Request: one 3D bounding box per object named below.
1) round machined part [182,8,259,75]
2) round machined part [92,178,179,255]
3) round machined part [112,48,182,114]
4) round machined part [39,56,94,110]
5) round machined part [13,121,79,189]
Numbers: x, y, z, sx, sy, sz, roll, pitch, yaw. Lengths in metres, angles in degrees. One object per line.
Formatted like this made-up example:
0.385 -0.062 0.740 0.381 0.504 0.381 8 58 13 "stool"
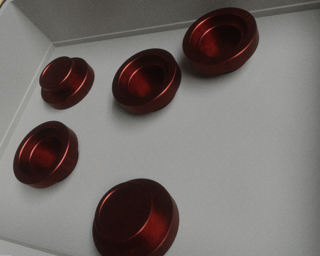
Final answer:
0.084 -0.111 0.419 0.098 0.042 0.098 -13 56 20 "round machined part"
-0.032 0.098 0.341 0.098 0.042 0.098 -14 48 16 "round machined part"
-0.015 -0.062 0.439 0.098 0.042 0.098 -13 56 20 "round machined part"
-0.166 -0.083 0.530 0.098 0.042 0.098 -13 56 20 "round machined part"
-0.159 0.042 0.451 0.098 0.042 0.098 -13 56 20 "round machined part"
